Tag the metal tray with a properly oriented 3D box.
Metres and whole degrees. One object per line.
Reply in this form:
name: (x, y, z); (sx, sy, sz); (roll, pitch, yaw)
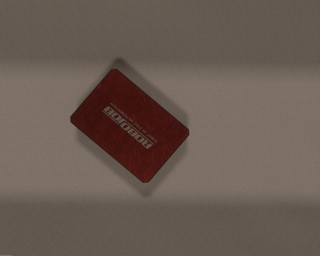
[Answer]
metal tray: (-0.038, -0.003, 0.408); (0.130, 0.030, 0.090); (40, 90, -1)
